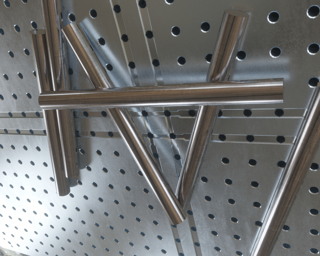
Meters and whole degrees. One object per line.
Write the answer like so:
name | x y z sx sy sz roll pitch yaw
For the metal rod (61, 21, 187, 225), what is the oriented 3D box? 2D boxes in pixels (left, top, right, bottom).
metal rod | -0.044 0.001 0.417 0.025 0.025 0.299 -22 102 36

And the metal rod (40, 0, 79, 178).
metal rod | -0.144 -0.044 0.460 0.025 0.025 0.298 17 125 18

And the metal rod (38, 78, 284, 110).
metal rod | -0.018 -0.036 0.359 0.300 0.025 0.025 0 119 24

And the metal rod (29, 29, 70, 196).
metal rod | -0.172 -0.005 0.499 0.025 0.025 0.298 17 125 18

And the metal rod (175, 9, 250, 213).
metal rod | 0.052 0.007 0.388 0.025 0.025 0.298 22 127 15

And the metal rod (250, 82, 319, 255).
metal rod | 0.154 0.084 0.381 0.025 0.025 0.298 18 126 18
